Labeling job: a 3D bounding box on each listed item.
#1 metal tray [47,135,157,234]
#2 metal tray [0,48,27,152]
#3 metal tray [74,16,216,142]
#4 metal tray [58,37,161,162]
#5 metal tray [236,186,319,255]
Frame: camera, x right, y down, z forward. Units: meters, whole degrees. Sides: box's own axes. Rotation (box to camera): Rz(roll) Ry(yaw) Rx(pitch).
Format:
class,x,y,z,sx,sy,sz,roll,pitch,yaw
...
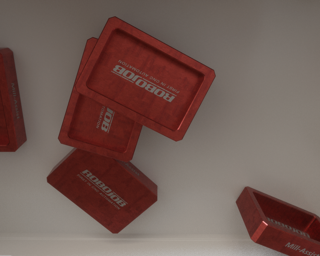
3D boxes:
class,x,y,z,sx,sy,sz,roll,pitch,yaw
metal tray,-0.078,0.079,0.437,0.090,0.030,0.130,-43,105,13
metal tray,-0.229,-0.034,0.392,0.091,0.030,0.129,0,110,-1
metal tray,-0.016,-0.053,0.349,0.131,0.030,0.090,27,93,-8
metal tray,-0.060,-0.033,0.378,0.091,0.030,0.129,17,94,-7
metal tray,0.178,0.137,0.429,0.131,0.090,0.030,23,108,-9
